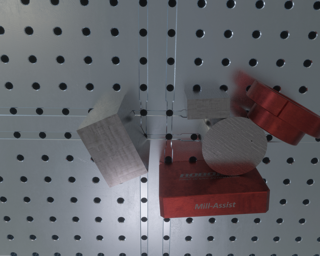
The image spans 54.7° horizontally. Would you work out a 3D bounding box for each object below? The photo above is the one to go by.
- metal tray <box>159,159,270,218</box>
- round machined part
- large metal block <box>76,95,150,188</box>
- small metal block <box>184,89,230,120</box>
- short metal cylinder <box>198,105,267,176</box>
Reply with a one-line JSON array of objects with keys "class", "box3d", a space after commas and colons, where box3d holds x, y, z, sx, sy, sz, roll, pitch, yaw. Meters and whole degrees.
[{"class": "metal tray", "box3d": [0.065, 0.076, 0.407, 0.131, 0.090, 0.030, -3, 110, 1]}, {"class": "round machined part", "box3d": [0.145, -0.015, 0.370, 0.098, 0.098, 0.042, 27, 108, -10]}, {"class": "large metal block", "box3d": [-0.053, 0.014, 0.389, 0.050, 0.080, 0.080, -23, 109, 8]}, {"class": "small metal block", "box3d": [0.058, -0.031, 0.389, 0.050, 0.050, 0.025, -3, 110, 1]}, {"class": "short metal cylinder", "box3d": [0.093, 0.015, 0.406, 0.081, 0.050, 0.079, 0, 110, 0]}]
